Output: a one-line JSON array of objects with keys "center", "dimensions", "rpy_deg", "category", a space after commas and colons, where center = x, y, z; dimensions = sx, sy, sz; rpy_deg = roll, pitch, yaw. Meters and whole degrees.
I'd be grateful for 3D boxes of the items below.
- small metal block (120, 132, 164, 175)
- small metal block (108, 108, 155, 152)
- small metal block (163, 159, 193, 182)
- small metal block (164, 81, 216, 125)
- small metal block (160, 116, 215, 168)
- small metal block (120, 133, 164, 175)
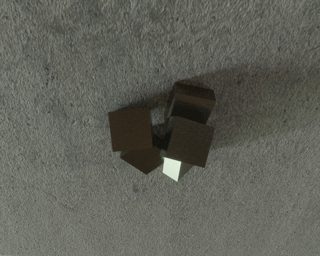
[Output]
[{"center": [-0.019, 0.033, 0.437], "dimensions": [0.050, 0.025, 0.050], "rpy_deg": [-37, 122, 27], "category": "small metal block"}, {"center": [-0.035, 0.002, 0.393], "dimensions": [0.050, 0.025, 0.050], "rpy_deg": [-6, 92, 4], "category": "small metal block"}, {"center": [0.031, 0.036, 0.421], "dimensions": [0.025, 0.050, 0.050], "rpy_deg": [30, 135, 25], "category": "small metal block"}, {"center": [0.036, -0.026, 0.388], "dimensions": [0.050, 0.025, 0.050], "rpy_deg": [11, 129, -10], "category": "small metal block"}, {"center": [0.033, 0.017, 0.373], "dimensions": [0.050, 0.025, 0.050], "rpy_deg": [17, 85, -14], "category": "small metal block"}, {"center": [-0.020, 0.033, 0.437], "dimensions": [0.050, 0.025, 0.050], "rpy_deg": [-37, 121, 27], "category": "small metal block"}]
